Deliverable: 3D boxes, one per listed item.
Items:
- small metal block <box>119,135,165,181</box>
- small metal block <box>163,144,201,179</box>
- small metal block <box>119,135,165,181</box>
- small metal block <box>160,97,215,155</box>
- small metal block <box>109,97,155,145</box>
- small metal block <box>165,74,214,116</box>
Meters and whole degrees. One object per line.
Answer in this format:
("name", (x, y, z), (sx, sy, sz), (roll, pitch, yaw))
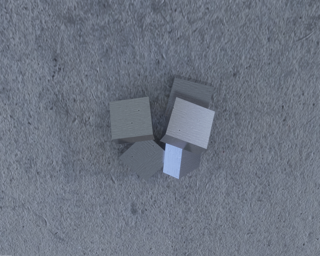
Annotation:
("small metal block", (-0.019, 0.035, 0.424), (0.050, 0.025, 0.050), (-43, 105, 14))
("small metal block", (0.031, 0.032, 0.408), (0.025, 0.050, 0.050), (19, 114, 34))
("small metal block", (-0.019, 0.035, 0.424), (0.050, 0.025, 0.050), (-43, 105, 14))
("small metal block", (0.033, -0.002, 0.370), (0.050, 0.025, 0.050), (20, 65, -8))
("small metal block", (-0.035, -0.009, 0.394), (0.050, 0.025, 0.050), (-7, 72, 2))
("small metal block", (0.036, -0.037, 0.398), (0.050, 0.025, 0.050), (13, 110, -5))
